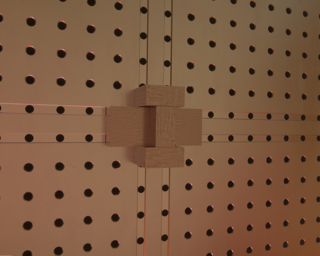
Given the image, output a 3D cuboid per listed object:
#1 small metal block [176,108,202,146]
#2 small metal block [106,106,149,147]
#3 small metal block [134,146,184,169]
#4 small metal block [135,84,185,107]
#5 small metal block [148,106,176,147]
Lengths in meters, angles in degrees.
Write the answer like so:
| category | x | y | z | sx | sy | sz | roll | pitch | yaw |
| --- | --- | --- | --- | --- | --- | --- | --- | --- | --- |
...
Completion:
| category | x | y | z | sx | sy | sz | roll | pitch | yaw |
| --- | --- | --- | --- | --- | --- | --- | --- | --- | --- |
| small metal block | 0.029 | -0.001 | 0.424 | 0.050 | 0.025 | 0.050 | 1 | 90 | -21 |
| small metal block | -0.042 | -0.002 | 0.398 | 0.050 | 0.025 | 0.050 | 1 | 90 | -21 |
| small metal block | -0.002 | 0.036 | 0.399 | 0.050 | 0.050 | 0.025 | 1 | 90 | -20 |
| small metal block | -0.001 | -0.039 | 0.399 | 0.050 | 0.050 | 0.025 | 1 | 90 | -20 |
| small metal block | -0.002 | -0.002 | 0.399 | 0.025 | 0.050 | 0.050 | 1 | 90 | -20 |
